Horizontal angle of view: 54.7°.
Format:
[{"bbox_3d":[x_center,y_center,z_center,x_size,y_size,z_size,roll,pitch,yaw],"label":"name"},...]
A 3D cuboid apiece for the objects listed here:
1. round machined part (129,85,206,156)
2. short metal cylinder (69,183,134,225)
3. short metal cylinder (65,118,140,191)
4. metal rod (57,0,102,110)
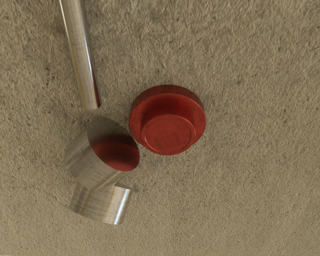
[{"bbox_3d":[0.010,-0.003,0.394,0.099,0.042,0.097,-1,130,0],"label":"round machined part"},{"bbox_3d":[-0.084,0.101,0.448,0.080,0.050,0.080,18,172,3],"label":"short metal cylinder"},{"bbox_3d":[-0.073,0.034,0.399,0.080,0.080,0.050,34,122,-26],"label":"short metal cylinder"},{"bbox_3d":[-0.087,-0.143,0.284,0.025,0.025,0.298,-1,130,0],"label":"metal rod"}]
